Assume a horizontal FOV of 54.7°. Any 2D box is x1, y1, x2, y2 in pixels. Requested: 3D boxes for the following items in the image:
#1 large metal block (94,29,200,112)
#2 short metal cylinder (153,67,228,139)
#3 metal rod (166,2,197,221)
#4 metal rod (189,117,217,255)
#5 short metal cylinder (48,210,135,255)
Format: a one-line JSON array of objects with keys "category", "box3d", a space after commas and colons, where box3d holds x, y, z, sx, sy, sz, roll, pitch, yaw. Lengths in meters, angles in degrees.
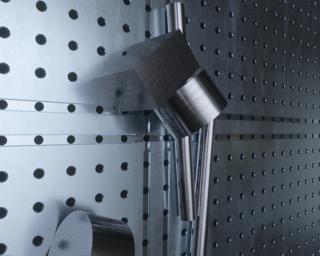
[{"category": "large metal block", "box3d": [-0.015, -0.064, 0.360, 0.080, 0.080, 0.050, -48, 119, -29]}, {"category": "short metal cylinder", "box3d": [0.035, -0.030, 0.380, 0.080, 0.080, 0.050, -43, 102, -32]}, {"category": "metal rod", "box3d": [0.030, -0.020, 0.434, 0.025, 0.025, 0.298, -6, 94, -40]}, {"category": "metal rod", "box3d": [0.064, 0.095, 0.462, 0.025, 0.025, 0.298, 8, 85, -40]}, {"category": "short metal cylinder", "box3d": [-0.071, 0.129, 0.314, 0.050, 0.080, 0.080, 28, 73, -37]}]
